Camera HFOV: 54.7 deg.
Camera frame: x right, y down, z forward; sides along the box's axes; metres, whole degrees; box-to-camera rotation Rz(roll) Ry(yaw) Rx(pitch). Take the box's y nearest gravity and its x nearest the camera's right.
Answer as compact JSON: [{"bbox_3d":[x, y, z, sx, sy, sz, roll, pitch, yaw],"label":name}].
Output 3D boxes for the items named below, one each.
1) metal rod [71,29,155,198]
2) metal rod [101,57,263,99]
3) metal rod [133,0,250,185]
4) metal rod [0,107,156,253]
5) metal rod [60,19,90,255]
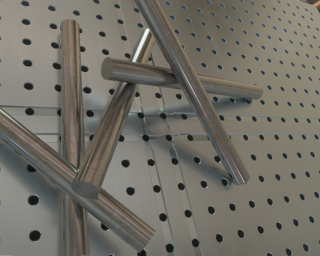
[{"bbox_3d":[-0.042,-0.046,0.380,0.025,0.025,0.300,27,42,-12],"label":"metal rod"},{"bbox_3d":[0.055,-0.064,0.441,0.302,0.025,0.025,1,61,-41],"label":"metal rod"},{"bbox_3d":[0.040,-0.053,0.390,0.025,0.025,0.299,-44,110,-39],"label":"metal rod"},{"bbox_3d":[-0.131,0.016,0.305,0.300,0.025,0.025,37,50,5],"label":"metal rod"},{"bbox_3d":[-0.102,-0.009,0.359,0.025,0.025,0.299,5,60,-26],"label":"metal rod"}]
